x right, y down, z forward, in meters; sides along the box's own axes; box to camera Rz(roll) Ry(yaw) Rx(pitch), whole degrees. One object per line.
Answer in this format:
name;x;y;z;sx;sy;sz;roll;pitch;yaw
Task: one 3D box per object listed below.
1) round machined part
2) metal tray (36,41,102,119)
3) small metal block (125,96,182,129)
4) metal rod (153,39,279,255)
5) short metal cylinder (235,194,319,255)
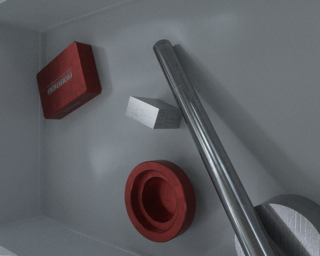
round machined part;0.005;0.089;0.390;0.098;0.042;0.097;0;90;39
metal tray;-0.160;-0.078;0.533;0.130;0.030;0.090;-24;75;37
small metal block;-0.006;-0.020;0.394;0.050;0.050;0.025;27;107;36
metal rod;0.048;0.012;0.323;0.025;0.025;0.299;-44;51;31
short metal cylinder;0.119;0.107;0.292;0.080;0.050;0.079;0;90;39
